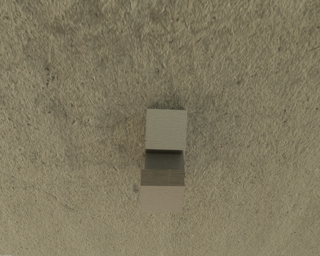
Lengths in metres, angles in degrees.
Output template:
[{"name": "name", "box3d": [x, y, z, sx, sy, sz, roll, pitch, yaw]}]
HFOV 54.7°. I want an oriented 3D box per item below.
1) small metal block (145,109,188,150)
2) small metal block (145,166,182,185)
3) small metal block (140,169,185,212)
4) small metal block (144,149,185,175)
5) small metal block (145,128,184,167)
[{"name": "small metal block", "box3d": [0.008, 0.001, 0.394, 0.050, 0.025, 0.050, 2, 94, -2]}, {"name": "small metal block", "box3d": [0.004, 0.069, 0.451, 0.050, 0.025, 0.050, 2, 171, -2]}, {"name": "small metal block", "box3d": [0.003, 0.076, 0.375, 0.050, 0.025, 0.050, 1, 130, -1]}, {"name": "small metal block", "box3d": [0.005, 0.053, 0.404, 0.050, 0.050, 0.025, 2, 130, -2]}, {"name": "small metal block", "box3d": [0.005, 0.028, 0.433, 0.050, 0.025, 0.050, 2, 130, -2]}]
